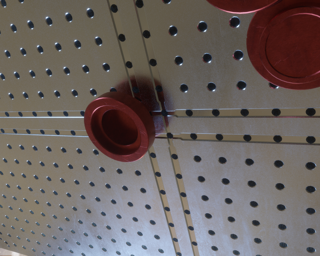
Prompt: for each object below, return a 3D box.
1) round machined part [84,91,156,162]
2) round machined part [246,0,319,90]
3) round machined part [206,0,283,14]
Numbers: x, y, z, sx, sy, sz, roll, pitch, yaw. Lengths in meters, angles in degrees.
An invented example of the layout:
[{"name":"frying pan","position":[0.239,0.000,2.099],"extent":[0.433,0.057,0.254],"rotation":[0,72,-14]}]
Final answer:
[{"name":"round machined part","position":[-0.050,-0.005,0.422],"extent":[0.098,0.042,0.097],"rotation":[13,124,20]},{"name":"round machined part","position":[0.129,-0.079,0.283],"extent":[0.098,0.042,0.097],"rotation":[13,124,20]},{"name":"round machined part","position":[0.077,-0.149,0.260],"extent":[0.098,0.042,0.097],"rotation":[13,116,28]}]
